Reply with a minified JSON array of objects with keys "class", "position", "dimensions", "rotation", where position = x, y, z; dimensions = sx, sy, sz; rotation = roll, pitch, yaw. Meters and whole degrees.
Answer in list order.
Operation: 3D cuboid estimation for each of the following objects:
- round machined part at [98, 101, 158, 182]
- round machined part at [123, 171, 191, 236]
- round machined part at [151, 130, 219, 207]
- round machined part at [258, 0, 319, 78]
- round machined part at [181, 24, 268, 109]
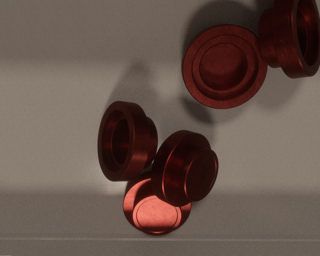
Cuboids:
[{"class":"round machined part","position":[-0.038,0.017,0.386],"dimensions":[0.042,0.098,0.097],"rotation":[6,113,-34]},{"class":"round machined part","position":[-0.004,0.114,0.444],"dimensions":[0.099,0.042,0.097],"rotation":[0,110,-1]},{"class":"round machined part","position":[0.038,0.054,0.393],"dimensions":[0.099,0.042,0.097],"rotation":[-17,114,-43]},{"class":"round machined part","position":[0.144,-0.104,0.347],"dimensions":[0.042,0.099,0.097],"rotation":[-2,116,42]},{"class":"round machined part","position":[0.075,-0.075,0.376],"dimensions":[0.099,0.042,0.097],"rotation":[0,110,-1]}]
